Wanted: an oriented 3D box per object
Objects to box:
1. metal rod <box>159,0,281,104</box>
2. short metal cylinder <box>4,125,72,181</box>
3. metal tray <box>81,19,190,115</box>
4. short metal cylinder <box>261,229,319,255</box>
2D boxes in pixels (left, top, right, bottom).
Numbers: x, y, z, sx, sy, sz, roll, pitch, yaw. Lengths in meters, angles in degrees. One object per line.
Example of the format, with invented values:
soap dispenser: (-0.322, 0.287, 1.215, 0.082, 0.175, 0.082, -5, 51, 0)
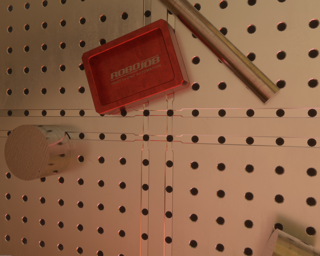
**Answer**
metal rod: (0.036, -0.146, 0.399, 0.025, 0.025, 0.300, -45, 76, 14)
short metal cylinder: (-0.181, 0.035, 0.463, 0.080, 0.050, 0.080, 0, 90, 20)
metal tray: (-0.035, -0.079, 0.422, 0.130, 0.030, 0.090, -18, 84, 19)
short metal cylinder: (0.136, 0.158, 0.335, 0.050, 0.080, 0.080, 24, 98, 18)
